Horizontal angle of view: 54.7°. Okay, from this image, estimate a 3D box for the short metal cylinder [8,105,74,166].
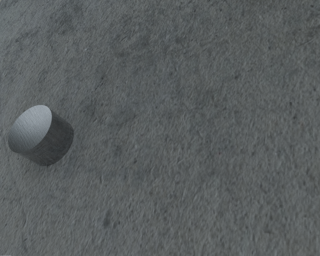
[{"bbox_3d":[-0.181,0.012,0.473,0.080,0.050,0.080,-13,56,20],"label":"short metal cylinder"}]
